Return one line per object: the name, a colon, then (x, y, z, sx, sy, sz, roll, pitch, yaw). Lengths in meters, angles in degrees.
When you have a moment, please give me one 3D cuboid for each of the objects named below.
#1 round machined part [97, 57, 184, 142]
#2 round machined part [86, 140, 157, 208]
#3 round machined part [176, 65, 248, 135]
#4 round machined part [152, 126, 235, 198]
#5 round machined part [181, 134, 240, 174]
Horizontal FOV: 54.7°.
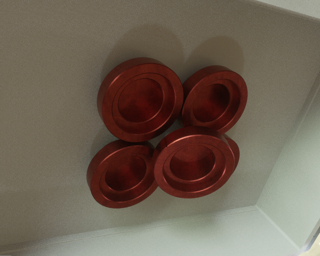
round machined part: (-0.025, -0.035, 0.361, 0.099, 0.042, 0.097, -14, 125, -21)
round machined part: (-0.047, 0.054, 0.404, 0.099, 0.042, 0.097, -14, 125, -21)
round machined part: (0.063, -0.036, 0.409, 0.099, 0.042, 0.097, -14, 125, -21)
round machined part: (0.039, 0.038, 0.387, 0.099, 0.042, 0.097, -3, 122, -5)
round machined part: (0.066, 0.046, 0.462, 0.099, 0.042, 0.097, -14, 125, -21)
